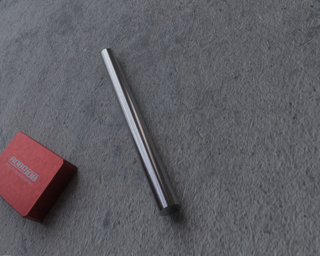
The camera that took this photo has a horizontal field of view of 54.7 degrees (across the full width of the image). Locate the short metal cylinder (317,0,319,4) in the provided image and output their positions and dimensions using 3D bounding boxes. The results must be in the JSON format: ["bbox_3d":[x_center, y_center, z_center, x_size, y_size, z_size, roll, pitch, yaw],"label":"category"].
[{"bbox_3d":[0.236,-0.195,0.383,0.080,0.050,0.080,-13,56,20],"label":"short metal cylinder"}]

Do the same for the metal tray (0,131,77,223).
[{"bbox_3d":[-0.194,0.068,0.458,0.130,0.030,0.090,23,74,36],"label":"metal tray"}]

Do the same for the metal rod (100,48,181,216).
[{"bbox_3d":[-0.039,-0.017,0.432,0.025,0.025,0.300,-31,52,8],"label":"metal rod"}]
